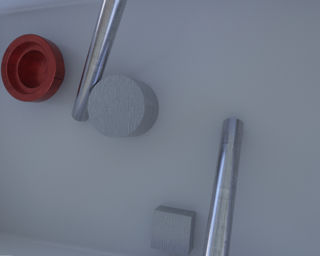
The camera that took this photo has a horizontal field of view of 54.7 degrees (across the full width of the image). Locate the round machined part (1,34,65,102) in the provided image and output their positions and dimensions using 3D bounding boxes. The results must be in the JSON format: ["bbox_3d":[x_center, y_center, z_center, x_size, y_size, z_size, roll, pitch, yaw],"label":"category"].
[{"bbox_3d":[-0.184,-0.087,0.464,0.098,0.042,0.097,0,90,19],"label":"round machined part"}]

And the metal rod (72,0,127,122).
[{"bbox_3d":[-0.061,-0.116,0.355,0.025,0.025,0.298,43,133,14],"label":"metal rod"}]

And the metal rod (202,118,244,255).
[{"bbox_3d":[0.056,0.119,0.305,0.025,0.025,0.300,3,57,19],"label":"metal rod"}]

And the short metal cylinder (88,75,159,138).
[{"bbox_3d":[-0.048,-0.027,0.413,0.080,0.050,0.079,0,90,19],"label":"short metal cylinder"}]

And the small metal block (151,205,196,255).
[{"bbox_3d":[0.018,0.133,0.404,0.050,0.025,0.050,5,92,19],"label":"small metal block"}]
